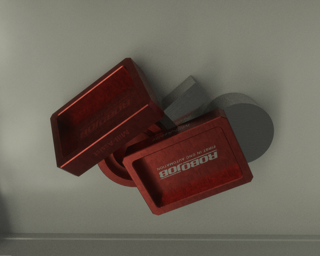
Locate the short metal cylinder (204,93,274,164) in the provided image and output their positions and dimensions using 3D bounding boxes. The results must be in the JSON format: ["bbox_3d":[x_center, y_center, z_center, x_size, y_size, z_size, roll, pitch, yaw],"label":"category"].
[{"bbox_3d":[0.097,0.000,0.397,0.081,0.050,0.079,0,110,-1],"label":"short metal cylinder"}]

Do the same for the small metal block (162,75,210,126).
[{"bbox_3d":[0.030,-0.035,0.383,0.050,0.050,0.025,-41,105,12],"label":"small metal block"}]

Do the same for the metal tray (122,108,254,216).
[{"bbox_3d":[0.033,0.043,0.372,0.130,0.030,0.090,-24,108,12],"label":"metal tray"}]

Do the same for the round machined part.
[{"bbox_3d":[-0.033,0.026,0.411,0.099,0.042,0.097,0,110,-1],"label":"round machined part"}]

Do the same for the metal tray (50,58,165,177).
[{"bbox_3d":[-0.068,-0.014,0.367,0.130,0.090,0.030,-35,138,11],"label":"metal tray"}]
